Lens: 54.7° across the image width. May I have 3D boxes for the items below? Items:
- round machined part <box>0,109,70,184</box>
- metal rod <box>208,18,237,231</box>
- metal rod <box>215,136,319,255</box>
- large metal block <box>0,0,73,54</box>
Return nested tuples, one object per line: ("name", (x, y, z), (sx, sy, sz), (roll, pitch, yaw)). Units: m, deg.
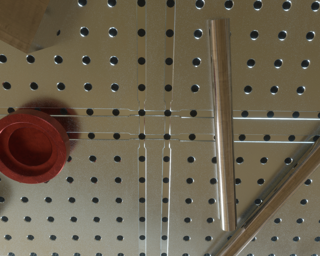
("round machined part", (-0.168, 0.021, 0.410), (0.099, 0.042, 0.097), (0, 110, -1))
("metal rod", (0.087, 0.010, 0.418), (0.025, 0.025, 0.298), (-6, 110, 2))
("metal rod", (0.158, 0.124, 0.461), (0.025, 0.025, 0.299), (31, 107, -11))
("large metal block", (-0.136, -0.132, 0.333), (0.050, 0.080, 0.080), (28, 107, -10))
